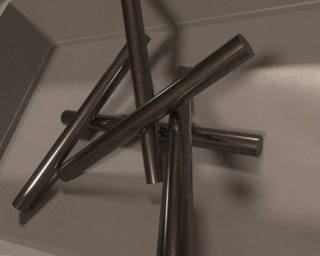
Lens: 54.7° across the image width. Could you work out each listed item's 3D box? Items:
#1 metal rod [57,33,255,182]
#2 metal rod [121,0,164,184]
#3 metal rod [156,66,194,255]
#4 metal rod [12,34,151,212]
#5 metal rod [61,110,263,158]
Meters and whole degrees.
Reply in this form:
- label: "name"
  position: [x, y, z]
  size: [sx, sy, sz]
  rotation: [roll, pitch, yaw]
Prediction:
- label: "metal rod"
  position: [-0.028, -0.005, 0.357]
  size: [0.299, 0.025, 0.025]
  rotation: [-33, 49, 32]
- label: "metal rod"
  position: [-0.026, -0.081, 0.391]
  size: [0.025, 0.025, 0.298]
  rotation: [-12, 81, 21]
- label: "metal rod"
  position: [0.020, 0.009, 0.314]
  size: [0.025, 0.025, 0.300]
  rotation: [-19, 31, 17]
- label: "metal rod"
  position: [-0.110, -0.010, 0.436]
  size: [0.025, 0.025, 0.299]
  rotation: [37, 92, 38]
- label: "metal rod"
  position: [-0.019, 0.002, 0.413]
  size: [0.300, 0.025, 0.025]
  rotation: [8, 66, 31]
